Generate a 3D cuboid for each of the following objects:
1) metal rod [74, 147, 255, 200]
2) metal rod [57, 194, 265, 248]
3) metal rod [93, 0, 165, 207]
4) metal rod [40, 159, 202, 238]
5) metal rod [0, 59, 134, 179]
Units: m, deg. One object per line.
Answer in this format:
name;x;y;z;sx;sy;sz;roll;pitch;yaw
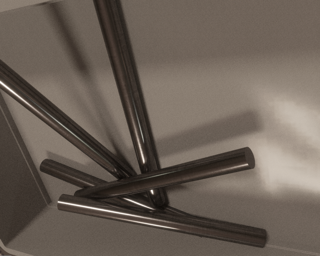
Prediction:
metal rod;-0.016;0.074;0.427;0.300;0.025;0.025;-19;108;35
metal rod;-0.004;0.134;0.453;0.301;0.025;0.025;8;123;9
metal rod;-0.034;-0.017;0.414;0.025;0.025;0.298;1;119;27
metal rod;-0.070;0.110;0.511;0.301;0.025;0.025;17;125;17
metal rod;-0.132;-0.012;0.393;0.025;0.025;0.300;-14;136;33
